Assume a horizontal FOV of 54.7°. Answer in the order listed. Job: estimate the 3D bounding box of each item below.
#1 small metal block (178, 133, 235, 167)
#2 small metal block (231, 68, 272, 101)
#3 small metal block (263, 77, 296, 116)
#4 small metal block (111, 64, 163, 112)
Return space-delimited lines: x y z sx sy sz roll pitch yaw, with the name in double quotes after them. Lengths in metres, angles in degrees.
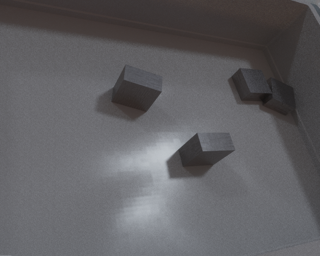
0.060 0.029 0.404 0.050 0.050 0.025 0 62 -28 "small metal block"
0.159 -0.074 0.536 0.050 0.025 0.050 -1 62 -29 "small metal block"
0.211 -0.056 0.553 0.050 0.025 0.050 21 54 -16 "small metal block"
-0.030 -0.050 0.404 0.050 0.050 0.025 15 56 -20 "small metal block"
